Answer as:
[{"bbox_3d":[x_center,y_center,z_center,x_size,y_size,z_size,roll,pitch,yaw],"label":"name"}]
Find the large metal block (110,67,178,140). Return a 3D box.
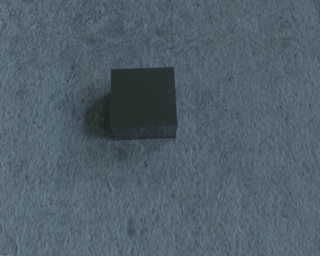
[{"bbox_3d":[-0.021,-0.031,0.406,0.080,0.050,0.080,-2,70,-1],"label":"large metal block"}]
